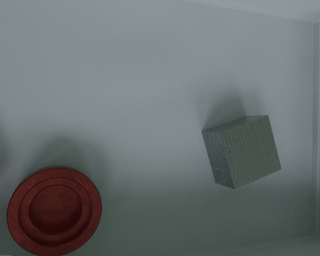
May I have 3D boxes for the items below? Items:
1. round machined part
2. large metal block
[{"bbox_3d":[-0.120,0.092,0.358,0.099,0.042,0.097,0,90,-21],"label":"round machined part"},{"bbox_3d":[0.116,0.031,0.442,0.081,0.050,0.080,-18,96,-20],"label":"large metal block"}]
